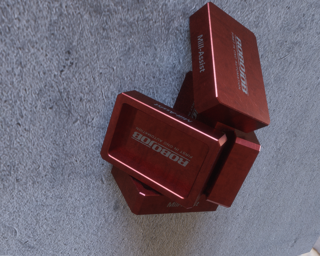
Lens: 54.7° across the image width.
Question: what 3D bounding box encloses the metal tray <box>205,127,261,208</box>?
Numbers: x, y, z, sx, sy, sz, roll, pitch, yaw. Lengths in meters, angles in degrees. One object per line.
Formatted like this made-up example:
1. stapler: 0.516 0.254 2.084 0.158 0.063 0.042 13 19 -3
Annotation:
1. metal tray: 0.091 0.032 0.415 0.030 0.130 0.089 20 112 -1

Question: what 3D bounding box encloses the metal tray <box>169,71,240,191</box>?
1. metal tray: 0.046 0.004 0.395 0.030 0.090 0.129 7 115 -32

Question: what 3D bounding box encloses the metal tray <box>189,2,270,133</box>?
1. metal tray: 0.078 -0.067 0.351 0.091 0.130 0.030 19 149 -36

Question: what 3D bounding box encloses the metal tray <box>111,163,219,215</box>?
1. metal tray: 0.010 0.073 0.418 0.131 0.090 0.030 7 115 -32

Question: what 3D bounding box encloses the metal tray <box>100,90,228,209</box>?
1. metal tray: 0.000 0.022 0.360 0.030 0.130 0.089 -26 140 -62
